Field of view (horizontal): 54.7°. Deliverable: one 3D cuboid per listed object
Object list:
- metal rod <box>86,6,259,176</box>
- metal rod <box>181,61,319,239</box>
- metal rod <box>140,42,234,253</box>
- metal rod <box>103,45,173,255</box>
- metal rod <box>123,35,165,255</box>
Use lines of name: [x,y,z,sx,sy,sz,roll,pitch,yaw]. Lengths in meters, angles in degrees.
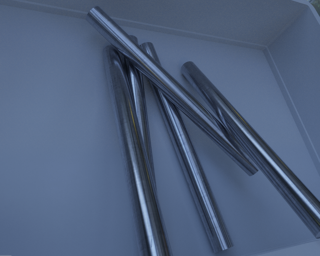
metal rod: [0.018,-0.050,0.411,0.300,0.025,0.025,44,51,2]
metal rod: [0.098,0.000,0.385,0.025,0.025,0.300,1,39,-28]
metal rod: [0.026,0.010,0.413,0.025,0.025,0.299,-7,65,-31]
metal rod: [-0.035,-0.002,0.333,0.025,0.025,0.300,7,42,-25]
metal rod: [-0.026,0.002,0.389,0.025,0.025,0.299,6,59,-25]
